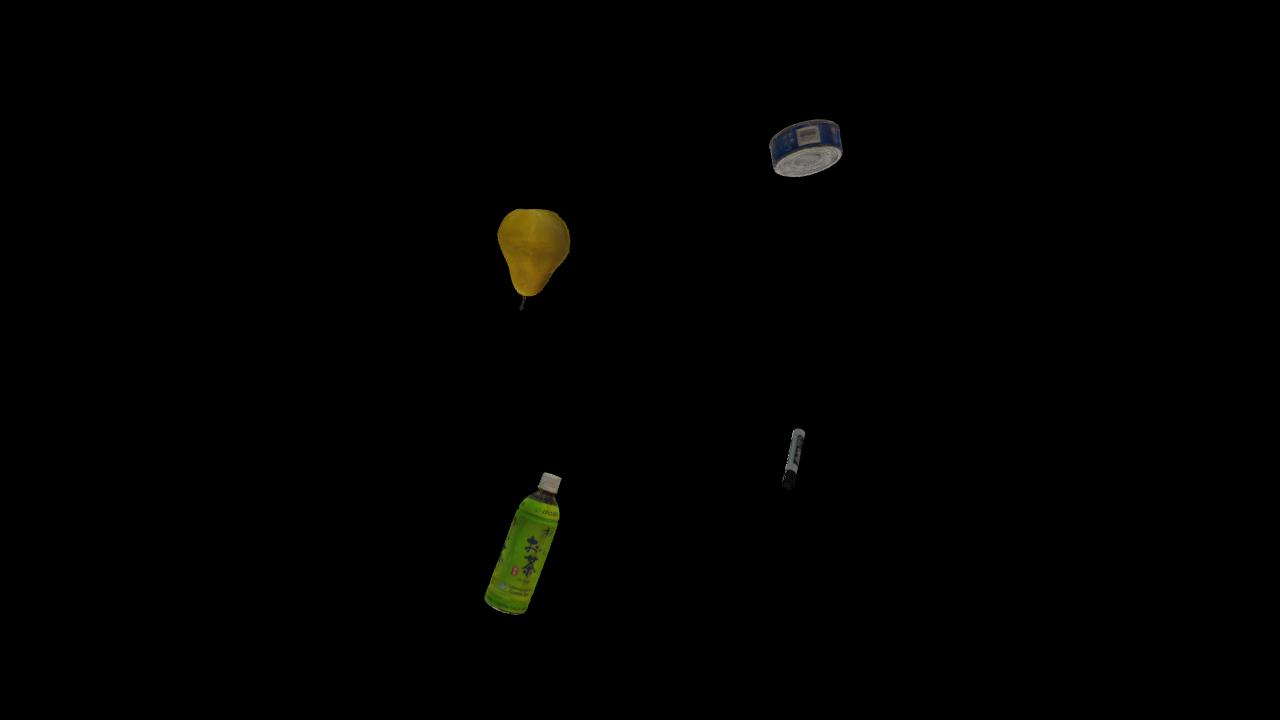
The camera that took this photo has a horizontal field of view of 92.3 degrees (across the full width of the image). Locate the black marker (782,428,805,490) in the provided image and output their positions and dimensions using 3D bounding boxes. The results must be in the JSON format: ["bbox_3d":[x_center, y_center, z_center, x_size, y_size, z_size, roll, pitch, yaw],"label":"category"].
[{"bbox_3d":[0.224,0.144,0.898,0.020,0.020,0.121,0,32,23],"label":"black marker"}]

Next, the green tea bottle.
[{"bbox_3d":[-0.173,0.281,0.959,0.073,0.212,0.073,19,-9,3],"label":"green tea bottle"}]

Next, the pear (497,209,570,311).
[{"bbox_3d":[-0.118,-0.108,0.673,0.080,0.111,0.080,4,7,-1],"label":"pear"}]

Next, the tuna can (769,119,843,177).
[{"bbox_3d":[0.201,-0.254,0.744,0.084,0.034,0.084,-7,-8,-1],"label":"tuna can"}]
